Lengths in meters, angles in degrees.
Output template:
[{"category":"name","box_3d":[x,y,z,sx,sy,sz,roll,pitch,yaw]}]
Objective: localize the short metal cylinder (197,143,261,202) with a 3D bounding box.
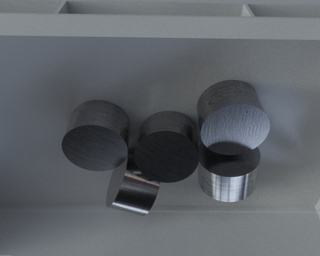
[{"category":"short metal cylinder","box_3d":[0.091,0.052,0.418,0.080,0.080,0.050,-4,130,3]}]

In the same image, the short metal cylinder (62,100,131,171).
[{"category":"short metal cylinder","box_3d":[-0.080,0.011,0.401,0.081,0.050,0.079,0,130,0]}]

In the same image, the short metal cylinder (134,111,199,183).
[{"category":"short metal cylinder","box_3d":[0.010,0.025,0.405,0.080,0.050,0.079,2,121,4]}]

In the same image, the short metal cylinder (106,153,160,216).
[{"category":"short metal cylinder","box_3d":[-0.038,0.079,0.440,0.050,0.080,0.079,21,127,-17]}]

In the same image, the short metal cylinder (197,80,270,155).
[{"category":"short metal cylinder","box_3d":[0.088,-0.012,0.383,0.081,0.050,0.079,0,130,0]}]
